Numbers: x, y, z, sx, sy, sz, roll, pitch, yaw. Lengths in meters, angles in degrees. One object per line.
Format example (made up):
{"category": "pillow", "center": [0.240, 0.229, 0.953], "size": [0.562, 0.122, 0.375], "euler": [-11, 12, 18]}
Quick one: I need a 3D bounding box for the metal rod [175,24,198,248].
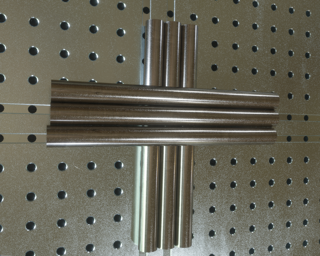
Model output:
{"category": "metal rod", "center": [0.036, 0.010, 0.425], "size": [0.025, 0.025, 0.298], "euler": [2, 89, -20]}

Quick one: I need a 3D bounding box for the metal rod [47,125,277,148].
{"category": "metal rod", "center": [0.017, 0.010, 0.392], "size": [0.302, 0.025, 0.025], "euler": [1, 90, -20]}

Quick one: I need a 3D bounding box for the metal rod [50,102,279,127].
{"category": "metal rod", "center": [0.021, -0.015, 0.393], "size": [0.302, 0.025, 0.025], "euler": [1, 90, -20]}

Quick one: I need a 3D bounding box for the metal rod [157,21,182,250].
{"category": "metal rod", "center": [0.012, 0.009, 0.417], "size": [0.025, 0.025, 0.298], "euler": [2, 89, -20]}

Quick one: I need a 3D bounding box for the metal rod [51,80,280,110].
{"category": "metal rod", "center": [0.022, -0.040, 0.394], "size": [0.302, 0.025, 0.025], "euler": [1, 90, -20]}

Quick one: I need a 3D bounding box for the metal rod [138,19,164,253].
{"category": "metal rod", "center": [-0.011, 0.009, 0.408], "size": [0.025, 0.025, 0.298], "euler": [2, 89, -20]}
